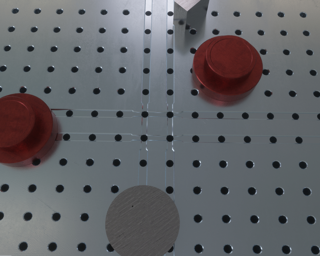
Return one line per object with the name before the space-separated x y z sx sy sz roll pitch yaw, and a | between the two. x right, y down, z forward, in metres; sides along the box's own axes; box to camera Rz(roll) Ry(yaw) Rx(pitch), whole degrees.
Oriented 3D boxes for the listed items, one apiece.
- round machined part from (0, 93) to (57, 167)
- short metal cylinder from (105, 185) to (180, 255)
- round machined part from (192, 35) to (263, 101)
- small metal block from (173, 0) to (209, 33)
round machined part | -0.189 -0.002 0.402 0.099 0.042 0.098 0 70 0
short metal cylinder | -0.019 0.110 0.358 0.081 0.050 0.080 0 70 0
round machined part | 0.096 -0.091 0.436 0.099 0.042 0.098 0 70 0
small metal block | 0.047 -0.179 0.464 0.025 0.050 0.050 43 76 14
